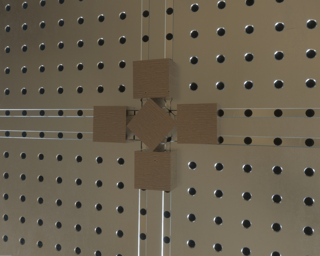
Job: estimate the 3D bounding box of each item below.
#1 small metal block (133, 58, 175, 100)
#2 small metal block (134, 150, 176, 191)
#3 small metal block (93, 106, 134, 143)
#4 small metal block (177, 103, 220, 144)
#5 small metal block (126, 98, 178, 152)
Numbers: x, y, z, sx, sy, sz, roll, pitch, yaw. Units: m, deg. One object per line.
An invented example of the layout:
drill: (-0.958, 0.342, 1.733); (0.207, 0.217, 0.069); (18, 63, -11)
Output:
small metal block: (-0.008, -0.064, 0.414); (0.050, 0.025, 0.050); (-1, 90, 19)
small metal block: (-0.006, 0.056, 0.414); (0.050, 0.025, 0.050); (0, 90, 19)
small metal block: (-0.065, -0.005, 0.434); (0.050, 0.025, 0.050); (2, 91, 19)
small metal block: (0.049, -0.005, 0.394); (0.050, 0.025, 0.050); (0, 90, 19)
small metal block: (-0.007, -0.005, 0.414); (0.050, 0.025, 0.050); (44, 103, 14)
